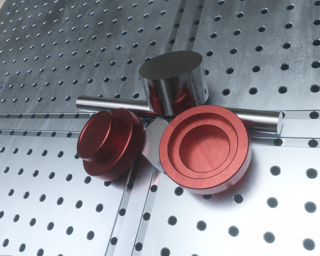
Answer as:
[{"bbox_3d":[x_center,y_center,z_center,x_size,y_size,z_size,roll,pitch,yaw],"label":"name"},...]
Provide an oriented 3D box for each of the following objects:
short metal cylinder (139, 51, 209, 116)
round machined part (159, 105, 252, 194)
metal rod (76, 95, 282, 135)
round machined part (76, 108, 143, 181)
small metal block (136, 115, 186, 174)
[{"bbox_3d":[0.018,-0.059,0.395,0.080,0.050,0.080,-11,34,7],"label":"short metal cylinder"},{"bbox_3d":[0.052,0.026,0.346,0.098,0.042,0.098,-11,60,19],"label":"round machined part"},{"bbox_3d":[0.003,-0.022,0.415,0.300,0.025,0.025,8,66,31],"label":"metal rod"},{"bbox_3d":[-0.071,0.016,0.403,0.098,0.042,0.098,-28,45,33],"label":"round machined part"},{"bbox_3d":[0.001,0.020,0.390,0.050,0.025,0.050,-45,51,-3],"label":"small metal block"}]
